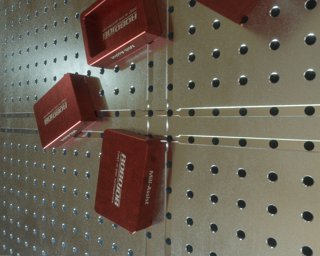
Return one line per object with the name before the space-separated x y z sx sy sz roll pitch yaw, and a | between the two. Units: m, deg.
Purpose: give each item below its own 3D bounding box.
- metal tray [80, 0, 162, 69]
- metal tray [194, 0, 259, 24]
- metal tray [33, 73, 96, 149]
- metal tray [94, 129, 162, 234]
metal tray | -0.063 -0.154 0.459 0.130 0.030 0.090 -18 78 38
metal tray | 0.066 -0.157 0.287 0.090 0.131 0.030 -50 61 28
metal tray | -0.173 -0.028 0.551 0.130 0.030 0.090 -30 72 36
metal tray | -0.049 0.072 0.448 0.090 0.030 0.129 14 99 39
